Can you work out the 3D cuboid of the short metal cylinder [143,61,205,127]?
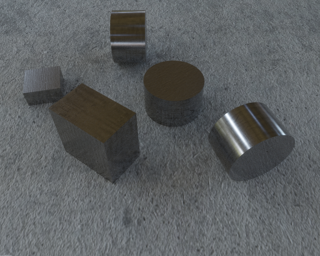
[{"bbox_3d":[0.018,-0.048,0.427,0.081,0.050,0.080,0,50,0],"label":"short metal cylinder"}]

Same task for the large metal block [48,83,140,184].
[{"bbox_3d":[-0.073,0.007,0.361,0.080,0.080,0.050,29,56,22],"label":"large metal block"}]

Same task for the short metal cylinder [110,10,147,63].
[{"bbox_3d":[-0.047,-0.143,0.487,0.050,0.080,0.080,0,50,0],"label":"short metal cylinder"}]

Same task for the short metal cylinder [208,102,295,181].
[{"bbox_3d":[0.103,0.017,0.354,0.081,0.080,0.050,-16,52,-13],"label":"short metal cylinder"}]

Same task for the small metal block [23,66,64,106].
[{"bbox_3d":[-0.169,-0.063,0.454,0.050,0.025,0.050,-10,51,-8],"label":"small metal block"}]
